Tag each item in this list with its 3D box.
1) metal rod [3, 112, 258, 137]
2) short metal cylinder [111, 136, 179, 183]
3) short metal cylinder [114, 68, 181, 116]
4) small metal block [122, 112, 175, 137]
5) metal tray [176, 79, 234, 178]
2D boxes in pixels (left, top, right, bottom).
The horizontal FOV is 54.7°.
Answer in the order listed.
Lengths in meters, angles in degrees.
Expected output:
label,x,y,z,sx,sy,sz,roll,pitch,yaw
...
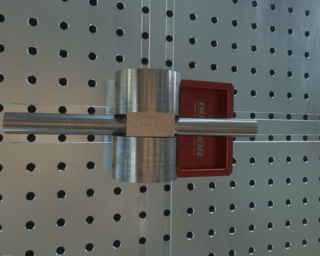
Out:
label,x,y,z,sx,sy,sz,roll,pitch,yaw
metal rod,-0.025,-0.003,0.378,0.302,0.025,0.025,1,90,-11
short metal cylinder,-0.018,0.035,0.376,0.081,0.080,0.050,1,90,-20
short metal cylinder,-0.015,-0.040,0.376,0.081,0.080,0.050,1,90,-20
small metal block,-0.014,-0.004,0.343,0.050,0.050,0.025,1,90,-12
metal tray,0.055,0.001,0.430,0.091,0.030,0.129,1,90,-20
